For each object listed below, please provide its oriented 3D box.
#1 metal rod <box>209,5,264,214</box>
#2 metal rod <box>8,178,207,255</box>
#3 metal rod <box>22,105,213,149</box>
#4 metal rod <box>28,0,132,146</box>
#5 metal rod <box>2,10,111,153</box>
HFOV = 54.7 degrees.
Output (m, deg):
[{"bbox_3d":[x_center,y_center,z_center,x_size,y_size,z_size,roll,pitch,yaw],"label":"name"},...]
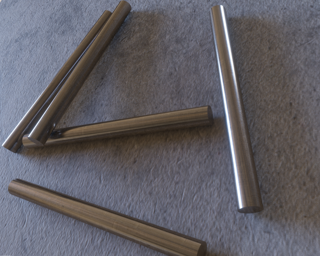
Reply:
[{"bbox_3d":[0.088,-0.046,0.385,0.025,0.025,0.299,-14,56,20],"label":"metal rod"},{"bbox_3d":[-0.086,0.106,0.382,0.300,0.025,0.025,8,66,31],"label":"metal rod"},{"bbox_3d":[-0.075,0.003,0.439,0.301,0.025,0.025,-8,58,23],"label":"metal rod"},{"bbox_3d":[-0.122,-0.103,0.510,0.025,0.025,0.300,8,60,31],"label":"metal rod"},{"bbox_3d":[-0.171,-0.088,0.544,0.025,0.025,0.300,22,73,36],"label":"metal rod"}]
